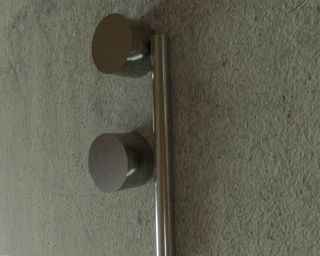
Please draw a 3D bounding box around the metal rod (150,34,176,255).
[{"bbox_3d":[0.004,0.030,0.401,0.025,0.025,0.298,-3,88,40],"label":"metal rod"}]

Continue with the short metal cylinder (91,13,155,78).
[{"bbox_3d":[-0.049,-0.112,0.430,0.080,0.050,0.079,0,90,40],"label":"short metal cylinder"}]

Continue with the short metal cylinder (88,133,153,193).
[{"bbox_3d":[-0.055,0.047,0.434,0.080,0.050,0.079,0,90,40],"label":"short metal cylinder"}]
